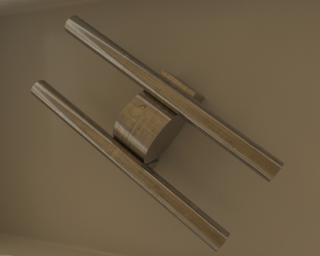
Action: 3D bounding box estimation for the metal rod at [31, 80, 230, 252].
[{"bbox_3d":[-0.047,0.035,0.373,0.300,0.025,0.025,38,102,16],"label":"metal rod"}]

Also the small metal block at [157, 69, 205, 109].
[{"bbox_3d":[0.023,-0.045,0.386,0.050,0.050,0.025,38,102,15],"label":"small metal block"}]

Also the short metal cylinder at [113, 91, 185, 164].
[{"bbox_3d":[-0.012,-0.003,0.383,0.050,0.080,0.080,38,102,15],"label":"short metal cylinder"}]

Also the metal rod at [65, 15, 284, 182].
[{"bbox_3d":[0.003,-0.043,0.354,0.300,0.025,0.025,38,102,15],"label":"metal rod"}]

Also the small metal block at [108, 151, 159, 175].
[{"bbox_3d":[-0.036,0.040,0.407,0.050,0.050,0.025,38,102,15],"label":"small metal block"}]
